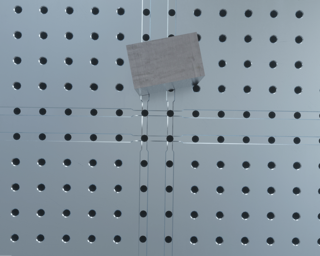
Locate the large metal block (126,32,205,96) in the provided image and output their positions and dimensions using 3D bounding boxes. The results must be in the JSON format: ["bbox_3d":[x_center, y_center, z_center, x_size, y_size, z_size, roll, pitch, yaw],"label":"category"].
[{"bbox_3d":[0.006,-0.076,0.386,0.080,0.080,0.050,-11,90,0],"label":"large metal block"}]
